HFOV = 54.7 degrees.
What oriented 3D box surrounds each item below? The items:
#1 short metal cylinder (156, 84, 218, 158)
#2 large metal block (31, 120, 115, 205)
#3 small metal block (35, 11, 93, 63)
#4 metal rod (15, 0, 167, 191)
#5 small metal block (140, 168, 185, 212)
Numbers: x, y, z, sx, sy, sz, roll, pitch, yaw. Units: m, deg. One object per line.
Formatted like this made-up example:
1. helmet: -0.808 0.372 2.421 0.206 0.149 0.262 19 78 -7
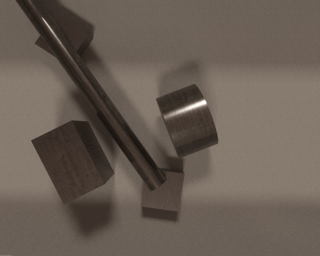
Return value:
1. short metal cylinder: 0.033 -0.008 0.384 0.050 0.080 0.080 -21 90 0
2. large metal block: -0.102 0.038 0.383 0.050 0.080 0.080 -27 90 0
3. small metal block: -0.126 -0.115 0.410 0.050 0.025 0.050 34 90 -1
4. metal rod: -0.088 -0.051 0.385 0.025 0.025 0.299 -35 90 0
5. small metal block: 0.003 0.080 0.412 0.050 0.025 0.050 8 90 -1
